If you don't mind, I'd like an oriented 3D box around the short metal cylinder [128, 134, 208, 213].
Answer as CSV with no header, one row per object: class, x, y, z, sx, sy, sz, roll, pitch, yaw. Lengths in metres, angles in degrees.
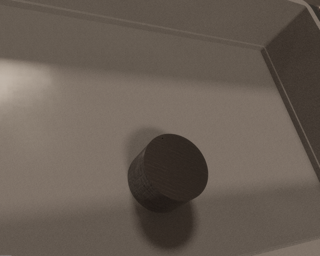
short metal cylinder,0.009,0.053,0.363,0.081,0.050,0.080,14,56,-21
